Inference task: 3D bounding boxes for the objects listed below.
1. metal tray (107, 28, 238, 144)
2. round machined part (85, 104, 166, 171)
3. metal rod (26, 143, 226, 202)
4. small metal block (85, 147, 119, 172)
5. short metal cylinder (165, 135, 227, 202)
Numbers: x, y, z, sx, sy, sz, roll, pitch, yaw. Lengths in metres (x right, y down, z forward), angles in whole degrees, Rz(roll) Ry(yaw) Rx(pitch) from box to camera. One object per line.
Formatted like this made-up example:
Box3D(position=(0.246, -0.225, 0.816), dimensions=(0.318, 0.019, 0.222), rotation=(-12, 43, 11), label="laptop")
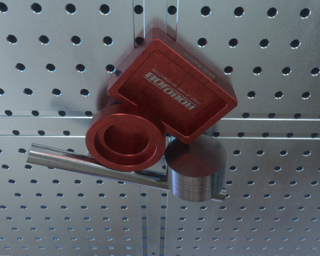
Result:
Box3D(position=(0.016, -0.044, 0.370), dimensions=(0.130, 0.030, 0.090), rotation=(33, 122, -25), label="metal tray")
Box3D(position=(-0.042, 0.008, 0.396), dimensions=(0.099, 0.042, 0.097), rotation=(1, 130, 1), label="round machined part")
Box3D(position=(-0.030, 0.069, 0.444), dimensions=(0.302, 0.025, 0.025), rotation=(17, 129, -25), label="metal rod")
Box3D(position=(-0.076, 0.036, 0.441), dimensions=(0.050, 0.025, 0.050), rotation=(22, 127, -18), label="small metal block")
Box3D(position=(0.048, 0.053, 0.419), dimensions=(0.080, 0.080, 0.050), rotation=(-3, 130, 2), label="short metal cylinder")
